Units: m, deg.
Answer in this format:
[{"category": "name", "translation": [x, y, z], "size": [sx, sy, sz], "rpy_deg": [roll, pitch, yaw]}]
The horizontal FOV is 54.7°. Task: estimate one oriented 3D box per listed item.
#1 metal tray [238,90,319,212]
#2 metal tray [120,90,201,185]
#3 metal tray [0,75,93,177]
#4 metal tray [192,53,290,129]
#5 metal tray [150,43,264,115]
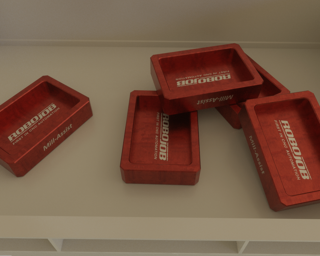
[{"category": "metal tray", "translation": [0.156, 0.023, 0.362], "size": [0.091, 0.030, 0.130], "rpy_deg": [-9, 65, -8]}, {"category": "metal tray", "translation": [0.003, 0.008, 0.395], "size": [0.091, 0.030, 0.130], "rpy_deg": [2, 50, 1]}, {"category": "metal tray", "translation": [-0.166, -0.009, 0.407], "size": [0.090, 0.030, 0.131], "rpy_deg": [28, 55, 21]}, {"category": "metal tray", "translation": [0.111, -0.065, 0.457], "size": [0.091, 0.030, 0.130], "rpy_deg": [-22, 54, -18]}, {"category": "metal tray", "translation": [0.059, -0.069, 0.420], "size": [0.131, 0.030, 0.090], "rpy_deg": [-10, 51, -9]}]
